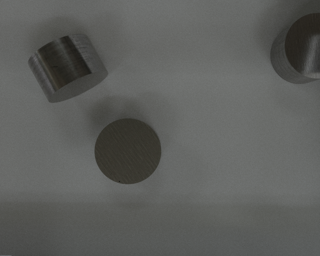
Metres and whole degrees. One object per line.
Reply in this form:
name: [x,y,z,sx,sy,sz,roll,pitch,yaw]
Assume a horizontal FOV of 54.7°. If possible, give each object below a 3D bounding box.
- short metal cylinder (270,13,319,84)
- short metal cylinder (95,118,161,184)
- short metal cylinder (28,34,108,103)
short metal cylinder: [0.192,-0.100,0.400,0.081,0.050,0.080,0,90,0]
short metal cylinder: [-0.039,0.028,0.398,0.081,0.050,0.080,0,90,0]
short metal cylinder: [-0.112,-0.072,0.383,0.080,0.080,0.050,-29,90,0]
